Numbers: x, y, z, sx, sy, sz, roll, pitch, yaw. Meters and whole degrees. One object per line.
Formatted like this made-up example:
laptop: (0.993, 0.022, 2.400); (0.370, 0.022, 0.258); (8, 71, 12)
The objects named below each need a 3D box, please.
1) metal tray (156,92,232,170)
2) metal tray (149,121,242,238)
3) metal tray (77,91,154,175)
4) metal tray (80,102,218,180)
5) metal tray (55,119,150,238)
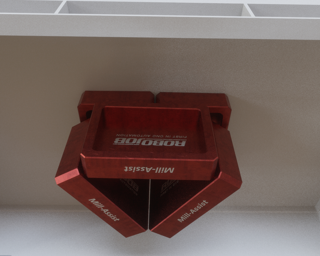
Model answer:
metal tray: (0.039, 0.015, 0.417); (0.091, 0.030, 0.129); (1, 129, -1)
metal tray: (0.036, 0.064, 0.378); (0.030, 0.090, 0.129); (29, 125, -22)
metal tray: (-0.053, 0.013, 0.415); (0.091, 0.030, 0.129); (0, 129, 0)
metal tray: (-0.010, 0.011, 0.333); (0.131, 0.090, 0.030); (2, 130, -1)
metal tray: (-0.061, 0.061, 0.376); (0.030, 0.090, 0.130); (-25, 126, 20)
